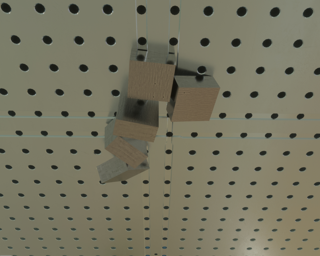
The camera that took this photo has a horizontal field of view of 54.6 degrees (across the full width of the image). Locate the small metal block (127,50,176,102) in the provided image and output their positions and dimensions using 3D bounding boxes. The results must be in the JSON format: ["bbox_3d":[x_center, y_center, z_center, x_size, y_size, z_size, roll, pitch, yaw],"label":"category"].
[{"bbox_3d":[-0.011,-0.060,0.360,0.050,0.025,0.050,5,130,-4],"label":"small metal block"}]

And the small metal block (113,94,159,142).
[{"bbox_3d":[-0.029,-0.012,0.384,0.050,0.050,0.025,11,129,-9],"label":"small metal block"}]

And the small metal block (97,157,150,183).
[{"bbox_3d":[-0.052,0.056,0.440,0.050,0.025,0.050,-29,161,27],"label":"small metal block"}]

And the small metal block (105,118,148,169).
[{"bbox_3d":[-0.045,0.018,0.407,0.025,0.050,0.050,-43,119,16],"label":"small metal block"}]

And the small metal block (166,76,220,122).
[{"bbox_3d":[0.039,-0.035,0.375,0.050,0.025,0.050,-2,132,-16],"label":"small metal block"}]
